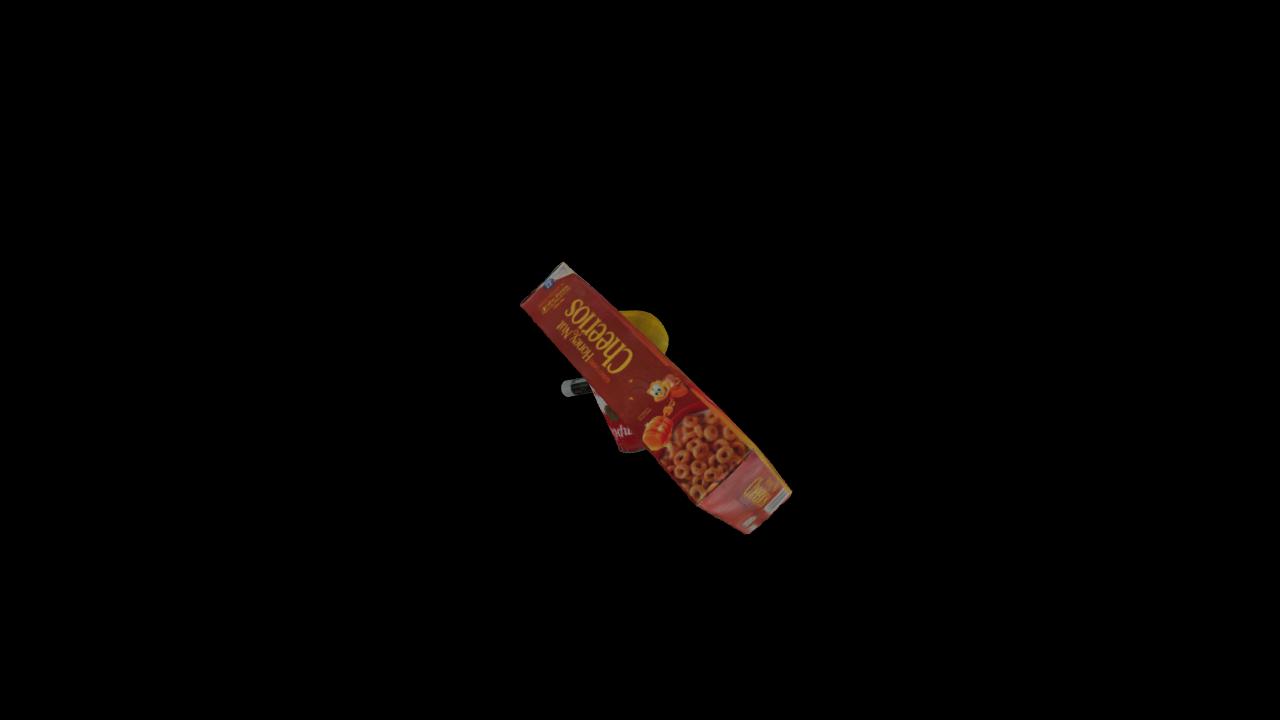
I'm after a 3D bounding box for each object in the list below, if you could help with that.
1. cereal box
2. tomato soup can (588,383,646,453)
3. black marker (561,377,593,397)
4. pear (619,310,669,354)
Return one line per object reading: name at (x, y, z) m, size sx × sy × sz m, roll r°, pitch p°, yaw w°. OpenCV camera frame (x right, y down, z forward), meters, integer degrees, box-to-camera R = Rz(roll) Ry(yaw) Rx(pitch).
cereal box at (0.018, 0.041, 0.670) m, size 0.306 × 0.081 × 0.203 m, roll 46°, pitch 1°, yaw 32°
tomato soup can at (-0.012, 0.039, 0.660) m, size 0.068 × 0.101 × 0.068 m, roll -22°, pitch 15°, yaw 6°
black marker at (-0.035, 0.023, 0.653) m, size 0.121 × 0.020 × 0.020 m, roll -12°, pitch -7°, yaw 37°
pear at (-0.022, -0.033, 0.707) m, size 0.111 × 0.080 × 0.080 m, roll 33°, pitch -9°, yaw -13°
